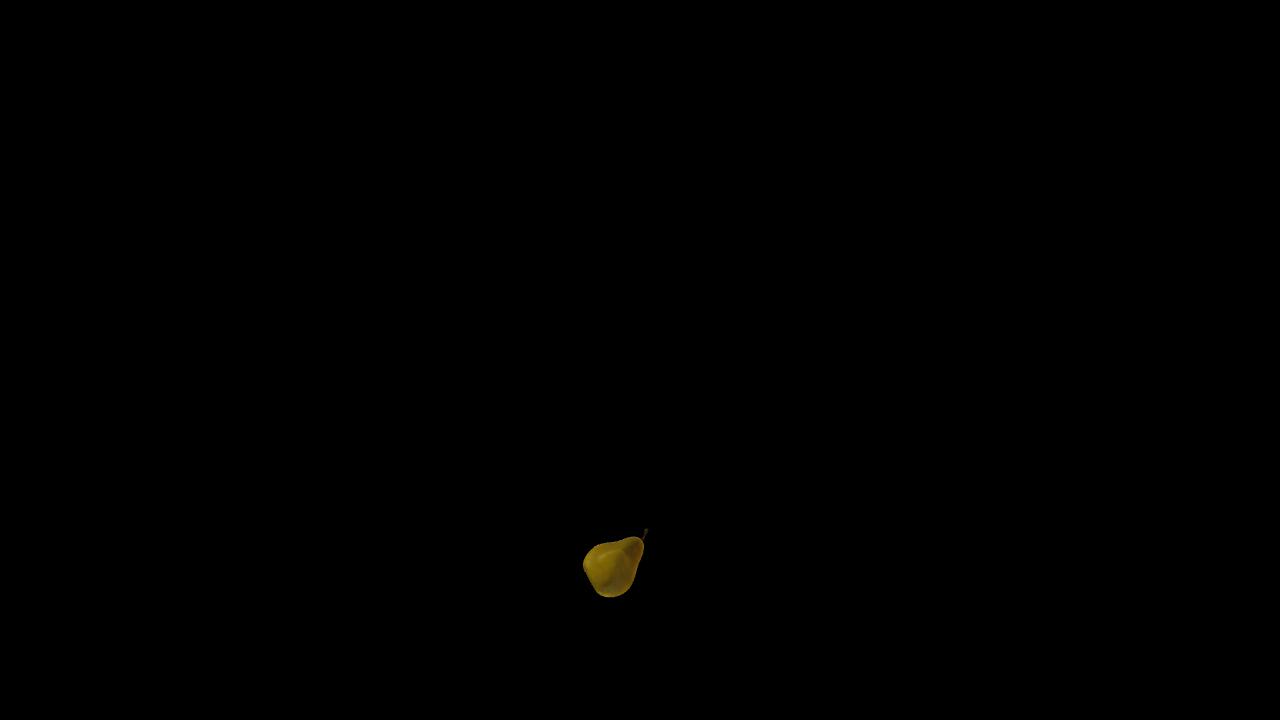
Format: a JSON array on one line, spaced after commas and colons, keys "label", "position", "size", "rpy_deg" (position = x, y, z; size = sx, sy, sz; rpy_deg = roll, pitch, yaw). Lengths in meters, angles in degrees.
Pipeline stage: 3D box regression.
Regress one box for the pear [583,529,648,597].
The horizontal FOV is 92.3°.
[{"label": "pear", "position": [-0.025, 0.292, 0.898], "size": [0.111, 0.080, 0.080], "rpy_deg": [-31, 7, -12]}]
